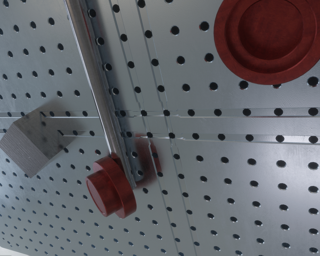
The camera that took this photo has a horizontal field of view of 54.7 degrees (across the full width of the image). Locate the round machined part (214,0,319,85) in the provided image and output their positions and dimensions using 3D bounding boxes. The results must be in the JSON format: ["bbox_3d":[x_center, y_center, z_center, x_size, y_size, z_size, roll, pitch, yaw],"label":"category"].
[{"bbox_3d":[0.104,-0.093,0.288,0.098,0.042,0.097,13,124,21],"label":"round machined part"}]

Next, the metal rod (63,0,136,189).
[{"bbox_3d":[-0.078,-0.037,0.429,0.025,0.025,0.298,2,120,27],"label":"metal rod"}]

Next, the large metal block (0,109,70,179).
[{"bbox_3d":[-0.215,0.028,0.525,0.080,0.050,0.080,48,129,-6],"label":"large metal block"}]

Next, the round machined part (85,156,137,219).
[{"bbox_3d":[-0.080,0.096,0.474,0.098,0.042,0.097,42,146,37],"label":"round machined part"}]
